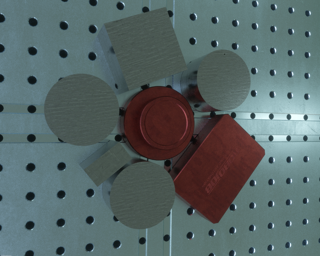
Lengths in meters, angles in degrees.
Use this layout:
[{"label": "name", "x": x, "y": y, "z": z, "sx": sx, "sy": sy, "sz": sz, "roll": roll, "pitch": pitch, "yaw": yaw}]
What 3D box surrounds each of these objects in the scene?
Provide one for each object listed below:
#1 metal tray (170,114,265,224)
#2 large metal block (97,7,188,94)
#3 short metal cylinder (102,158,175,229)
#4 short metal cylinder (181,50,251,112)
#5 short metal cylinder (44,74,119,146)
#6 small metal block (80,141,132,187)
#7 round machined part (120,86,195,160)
[{"label": "metal tray", "x": 0.079, "y": 0.055, "z": 0.438, "sx": 0.090, "sy": 0.030, "sz": 0.130, "roll": 42, "pitch": 76, "yaw": -15}, {"label": "large metal block", "x": -0.023, "y": -0.096, "z": 0.391, "sx": 0.081, "sy": 0.050, "sz": 0.080, "roll": -23, "pitch": 98, "yaw": -19}, {"label": "short metal cylinder", "x": -0.028, "y": 0.079, "z": 0.389, "sx": 0.081, "sy": 0.050, "sz": 0.080, "roll": 0, "pitch": 90, "yaw": -20}, {"label": "short metal cylinder", "x": 0.076, "y": -0.062, "z": 0.426, "sx": 0.081, "sy": 0.050, "sz": 0.080, "roll": 0, "pitch": 90, "yaw": -20}, {"label": "short metal cylinder", "x": -0.093, "y": -0.020, "z": 0.364, "sx": 0.081, "sy": 0.050, "sz": 0.080, "roll": 0, "pitch": 90, "yaw": -20}, {"label": "small metal block", "x": -0.067, "y": 0.041, "z": 0.374, "sx": 0.050, "sy": 0.050, "sz": 0.025, "roll": -39, "pitch": 103, "yaw": -16}, {"label": "round machined part", "x": 0.001, "y": -0.006, "z": 0.403, "sx": 0.099, "sy": 0.042, "sz": 0.097, "roll": 0, "pitch": 90, "yaw": -20}]
